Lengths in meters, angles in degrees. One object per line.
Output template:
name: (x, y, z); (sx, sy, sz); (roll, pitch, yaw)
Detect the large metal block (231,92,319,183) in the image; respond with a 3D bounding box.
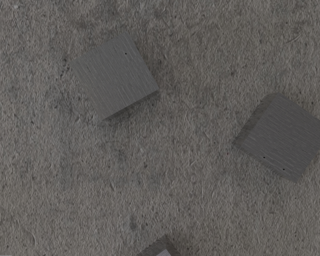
large metal block: (0.154, 0.011, 0.398); (0.080, 0.050, 0.080); (35, 90, 0)

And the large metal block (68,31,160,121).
large metal block: (-0.055, -0.063, 0.397); (0.080, 0.050, 0.080); (-29, 90, 0)

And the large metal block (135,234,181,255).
large metal block: (-0.002, 0.201, 0.397); (0.080, 0.050, 0.080); (-36, 90, 0)
